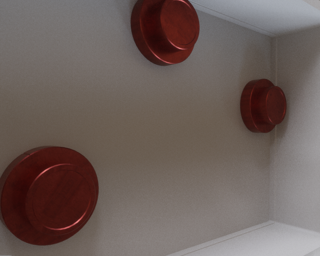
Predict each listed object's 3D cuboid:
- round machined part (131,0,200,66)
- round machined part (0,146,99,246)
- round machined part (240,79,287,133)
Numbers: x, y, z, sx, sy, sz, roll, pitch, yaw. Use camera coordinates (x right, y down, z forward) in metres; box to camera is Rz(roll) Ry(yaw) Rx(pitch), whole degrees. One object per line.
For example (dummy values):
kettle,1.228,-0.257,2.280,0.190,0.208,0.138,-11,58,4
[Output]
round machined part,0.014,-0.134,0.407,0.099,0.042,0.097,0,90,-40
round machined part,-0.104,0.067,0.308,0.099,0.042,0.097,0,90,-40
round machined part,0.191,-0.040,0.555,0.099,0.042,0.097,0,90,-40
